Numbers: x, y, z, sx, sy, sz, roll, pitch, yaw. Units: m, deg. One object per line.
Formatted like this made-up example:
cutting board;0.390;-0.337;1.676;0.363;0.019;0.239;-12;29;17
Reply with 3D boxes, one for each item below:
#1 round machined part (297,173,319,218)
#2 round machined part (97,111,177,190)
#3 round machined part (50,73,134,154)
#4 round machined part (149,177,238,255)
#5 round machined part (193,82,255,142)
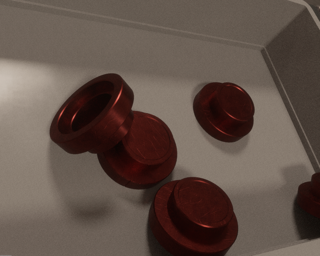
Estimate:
round machined part;0.249;0.094;0.437;0.099;0.098;0.042;-6;106;-31
round machined part;-0.022;0.021;0.372;0.099;0.042;0.098;14;56;-21
round machined part;-0.068;-0.011;0.340;0.042;0.098;0.098;50;42;-36
round machined part;0.040;0.092;0.340;0.099;0.042;0.098;14;34;-9
round machined part;0.104;-0.030;0.471;0.099;0.042;0.098;14;56;-21
